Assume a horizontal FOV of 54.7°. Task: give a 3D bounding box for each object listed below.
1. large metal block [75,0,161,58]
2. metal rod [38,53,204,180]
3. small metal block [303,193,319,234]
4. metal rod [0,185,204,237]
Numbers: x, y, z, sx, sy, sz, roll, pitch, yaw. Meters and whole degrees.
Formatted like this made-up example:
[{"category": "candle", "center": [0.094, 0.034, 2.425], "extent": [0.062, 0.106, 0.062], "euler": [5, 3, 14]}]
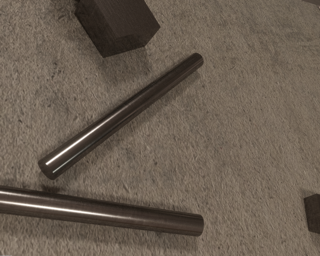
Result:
[{"category": "large metal block", "center": [-0.060, -0.156, 0.445], "extent": [0.081, 0.050, 0.080], "euler": [-28, 85, -38]}, {"category": "metal rod", "center": [-0.028, -0.034, 0.410], "extent": [0.025, 0.025, 0.302], "euler": [46, 51, 3]}, {"category": "small metal block", "center": [0.246, 0.131, 0.459], "extent": [0.050, 0.025, 0.050], "euler": [19, 54, -17]}, {"category": "metal rod", "center": [-0.092, 0.079, 0.306], "extent": [0.302, 0.025, 0.025], "euler": [14, 56, -21]}]
